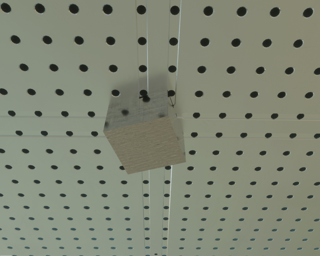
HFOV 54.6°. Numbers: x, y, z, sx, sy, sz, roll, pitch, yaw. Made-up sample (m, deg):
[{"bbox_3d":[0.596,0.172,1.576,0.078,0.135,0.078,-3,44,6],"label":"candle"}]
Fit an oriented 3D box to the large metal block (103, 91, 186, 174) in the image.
[{"bbox_3d":[-0.017,0.008,0.402,0.080,0.050,0.080,-14,129,11],"label":"large metal block"}]
